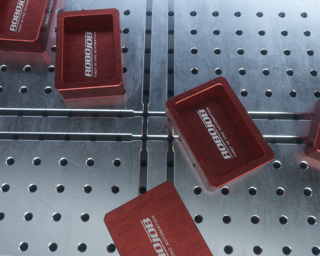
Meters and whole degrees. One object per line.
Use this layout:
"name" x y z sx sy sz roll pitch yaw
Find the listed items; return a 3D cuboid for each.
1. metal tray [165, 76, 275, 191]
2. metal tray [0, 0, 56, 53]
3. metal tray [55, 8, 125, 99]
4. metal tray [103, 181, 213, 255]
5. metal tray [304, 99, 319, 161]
"metal tray" 0.075 0.005 0.407 0.090 0.030 0.130 -25 72 -9
"metal tray" -0.214 -0.181 0.473 0.090 0.030 0.130 4 70 1
"metal tray" -0.100 -0.109 0.448 0.091 0.030 0.130 -5 70 -2
"metal tray" 0.004 0.140 0.358 0.090 0.030 0.130 -27 72 -10
"metal tray" 0.268 0.015 0.405 0.130 0.030 0.090 21 71 7
